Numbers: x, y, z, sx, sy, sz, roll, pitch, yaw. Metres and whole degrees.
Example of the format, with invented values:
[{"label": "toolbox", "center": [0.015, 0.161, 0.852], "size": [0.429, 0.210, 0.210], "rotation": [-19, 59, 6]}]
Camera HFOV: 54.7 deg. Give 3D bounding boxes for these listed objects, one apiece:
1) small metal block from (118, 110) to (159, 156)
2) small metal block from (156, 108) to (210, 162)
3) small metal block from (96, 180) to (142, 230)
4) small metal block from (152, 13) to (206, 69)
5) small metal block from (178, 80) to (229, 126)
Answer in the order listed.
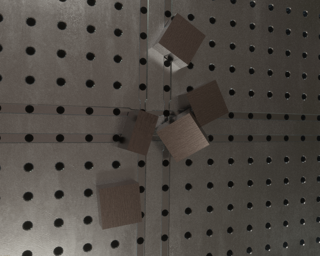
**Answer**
[{"label": "small metal block", "center": [-0.029, 0.006, 0.390], "size": [0.025, 0.050, 0.050], "rotation": [19, 84, -20]}, {"label": "small metal block", "center": [0.031, 0.010, 0.413], "size": [0.050, 0.025, 0.050], "rotation": [-31, 102, 14]}, {"label": "small metal block", "center": [-0.052, 0.096, 0.394], "size": [0.050, 0.025, 0.050], "rotation": [-5, 92, -20]}, {"label": "small metal block", "center": [0.026, -0.118, 0.423], "size": [0.050, 0.025, 0.050], "rotation": [33, 79, -17]}, {"label": "small metal block", "center": [0.062, -0.034, 0.437], "size": [0.050, 0.025, 0.050], "rotation": [-27, 99, -18]}]
